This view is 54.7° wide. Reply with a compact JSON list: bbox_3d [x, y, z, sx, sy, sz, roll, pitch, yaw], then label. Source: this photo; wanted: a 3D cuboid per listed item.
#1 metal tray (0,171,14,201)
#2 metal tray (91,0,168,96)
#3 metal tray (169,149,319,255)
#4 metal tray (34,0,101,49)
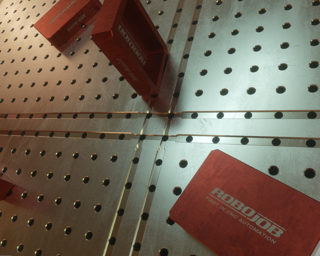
[{"bbox_3d":[-0.300,0.060,0.483,0.130,0.090,0.030,23,74,36],"label":"metal tray"},{"bbox_3d":[-0.035,-0.116,0.429,0.030,0.130,0.090,-3,61,27],"label":"metal tray"},{"bbox_3d":[0.085,0.088,0.306,0.130,0.030,0.090,29,77,37],"label":"metal tray"},{"bbox_3d":[-0.193,-0.234,0.647,0.130,0.030,0.090,-45,51,-4],"label":"metal tray"}]
